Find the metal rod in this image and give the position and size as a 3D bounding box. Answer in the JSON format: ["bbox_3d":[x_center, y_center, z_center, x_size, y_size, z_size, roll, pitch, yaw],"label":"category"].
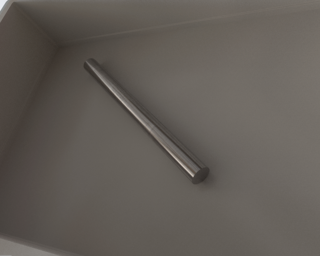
[{"bbox_3d":[-0.037,-0.028,0.443,0.025,0.025,0.300,-44,51,-2],"label":"metal rod"}]
